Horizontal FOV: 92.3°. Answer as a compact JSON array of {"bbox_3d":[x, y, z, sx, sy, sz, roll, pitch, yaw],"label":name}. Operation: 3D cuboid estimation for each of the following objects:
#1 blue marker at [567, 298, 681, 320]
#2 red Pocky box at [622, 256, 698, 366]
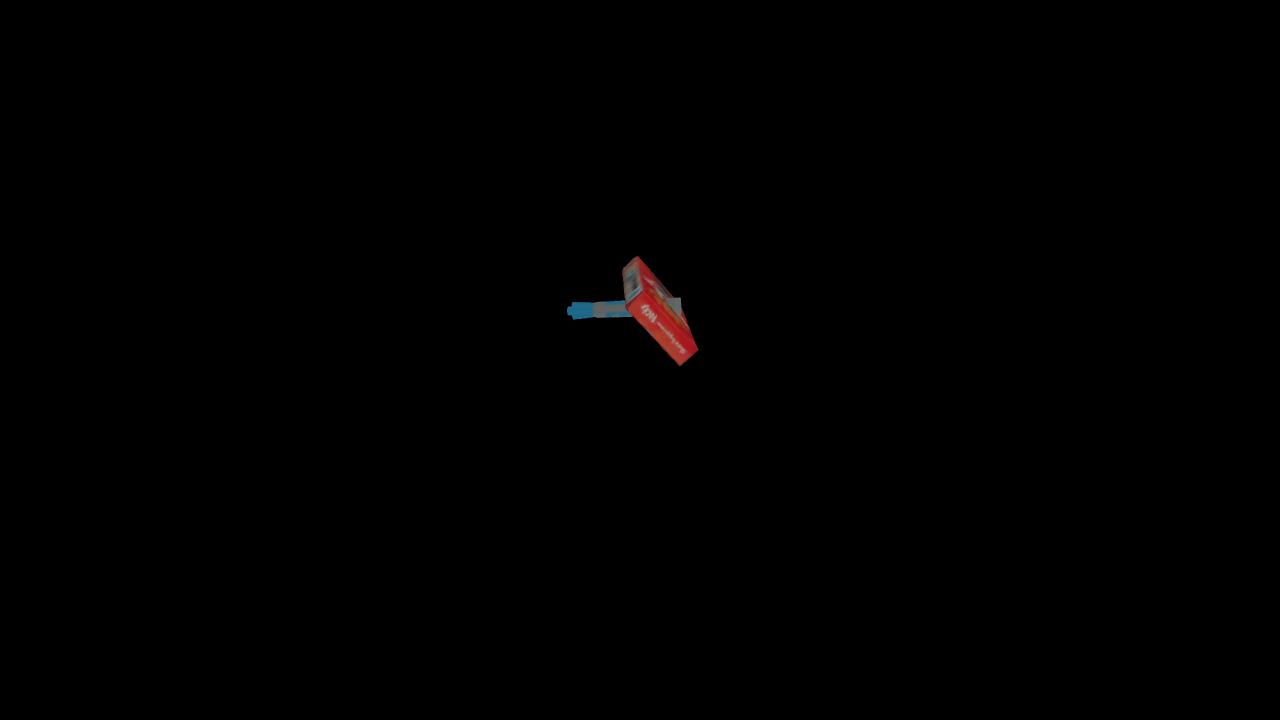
[{"bbox_3d":[-0.017,-0.054,0.649,0.121,0.020,0.020,-2,0,5],"label":"blue marker"},{"bbox_3d":[0.018,-0.056,0.649,0.028,0.083,0.155,-39,19,12],"label":"red Pocky box"}]
